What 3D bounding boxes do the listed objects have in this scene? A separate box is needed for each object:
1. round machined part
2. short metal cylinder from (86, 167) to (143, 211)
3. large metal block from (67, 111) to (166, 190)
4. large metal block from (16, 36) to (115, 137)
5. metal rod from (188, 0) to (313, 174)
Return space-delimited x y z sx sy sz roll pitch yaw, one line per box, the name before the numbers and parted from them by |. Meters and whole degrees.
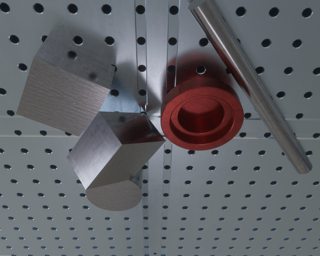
round machined part | 0.050 -0.021 0.383 0.099 0.042 0.097 0 130 0
short metal cylinder | -0.066 0.080 0.463 0.081 0.050 0.079 0 130 0
large metal block | -0.054 0.026 0.386 0.081 0.050 0.080 -1 138 -54
large metal block | -0.107 -0.044 0.357 0.080 0.050 0.080 22 127 -18
metal rod | 0.127 -0.033 0.384 0.025 0.025 0.300 -29 125 22
